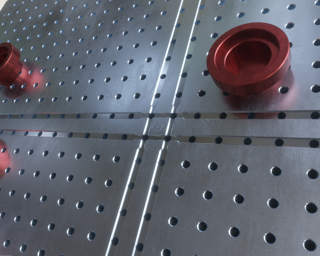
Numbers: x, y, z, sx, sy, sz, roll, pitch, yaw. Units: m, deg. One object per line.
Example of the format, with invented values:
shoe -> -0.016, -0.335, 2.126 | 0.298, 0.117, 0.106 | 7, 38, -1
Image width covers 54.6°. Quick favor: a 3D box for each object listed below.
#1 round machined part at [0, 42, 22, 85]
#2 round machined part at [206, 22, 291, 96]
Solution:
round machined part -> -0.332, -0.129, 0.654 | 0.098, 0.042, 0.098 | -13, 56, 21
round machined part -> 0.112, -0.081, 0.389 | 0.098, 0.042, 0.098 | -13, 56, 21
